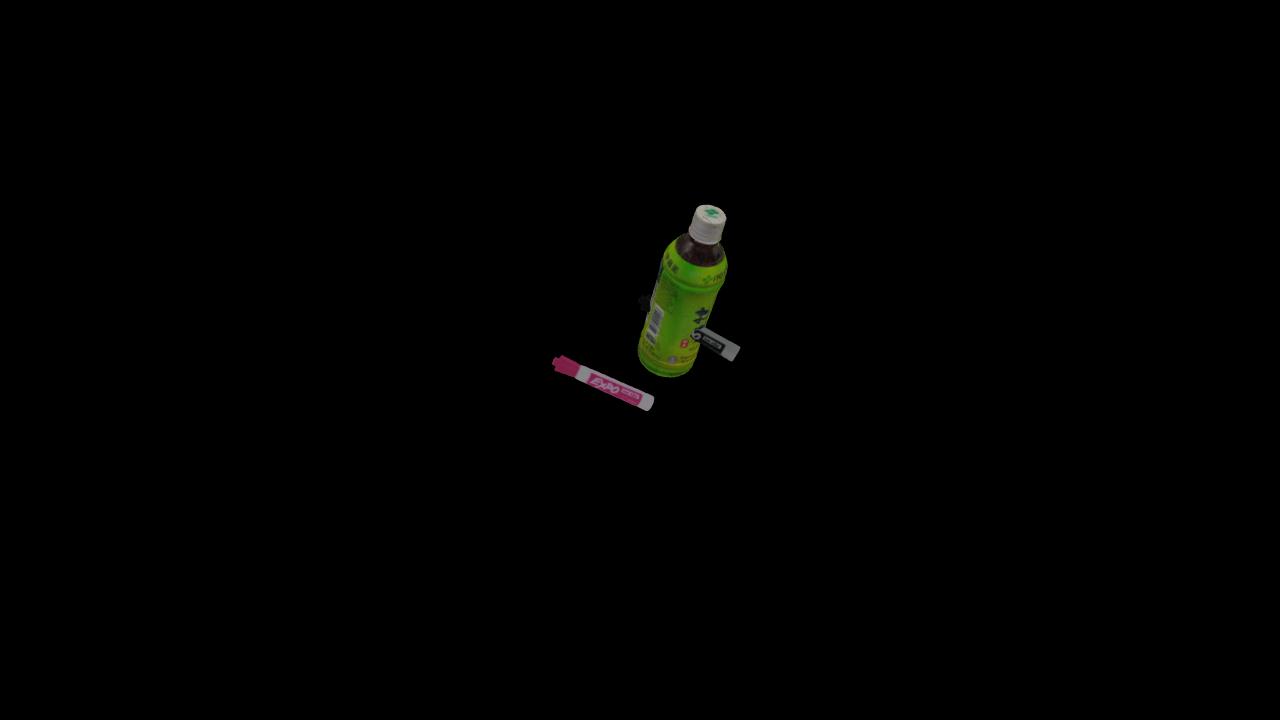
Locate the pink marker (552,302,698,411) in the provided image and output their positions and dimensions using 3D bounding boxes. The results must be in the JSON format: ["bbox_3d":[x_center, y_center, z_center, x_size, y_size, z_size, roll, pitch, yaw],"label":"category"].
[{"bbox_3d":[-0.041,0.025,0.678,0.121,0.020,0.020,25,-7,-16],"label":"pink marker"}]

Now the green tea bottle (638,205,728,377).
[{"bbox_3d":[0.047,-0.069,0.654,0.073,0.073,0.212,0,-38,-12],"label":"green tea bottle"}]

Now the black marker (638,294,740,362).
[{"bbox_3d":[0.052,-0.037,0.666,0.121,0.020,0.020,31,2,4],"label":"black marker"}]
